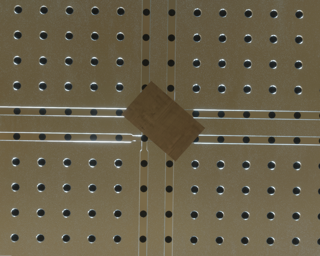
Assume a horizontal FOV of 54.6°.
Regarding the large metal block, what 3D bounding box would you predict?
[{"bbox_3d":[0.004,-0.008,0.386,0.080,0.080,0.050,41,90,-1],"label":"large metal block"}]
